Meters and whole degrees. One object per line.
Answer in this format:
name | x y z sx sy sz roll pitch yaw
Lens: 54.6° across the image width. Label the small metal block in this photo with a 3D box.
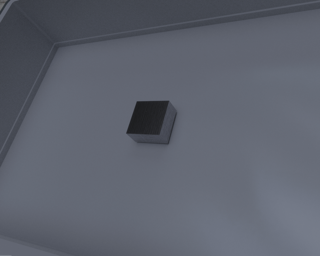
small metal block | -0.011 -0.008 0.413 0.050 0.025 0.050 2 63 29
